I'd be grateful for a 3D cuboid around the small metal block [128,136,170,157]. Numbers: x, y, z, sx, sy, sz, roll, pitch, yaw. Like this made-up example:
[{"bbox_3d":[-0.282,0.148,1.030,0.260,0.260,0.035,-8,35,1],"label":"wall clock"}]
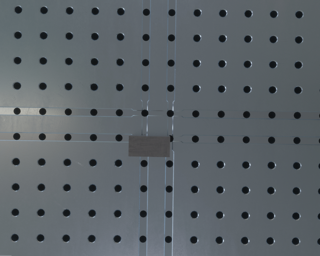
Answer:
[{"bbox_3d":[-0.013,0.022,0.401,0.050,0.050,0.025,1,90,0],"label":"small metal block"}]
